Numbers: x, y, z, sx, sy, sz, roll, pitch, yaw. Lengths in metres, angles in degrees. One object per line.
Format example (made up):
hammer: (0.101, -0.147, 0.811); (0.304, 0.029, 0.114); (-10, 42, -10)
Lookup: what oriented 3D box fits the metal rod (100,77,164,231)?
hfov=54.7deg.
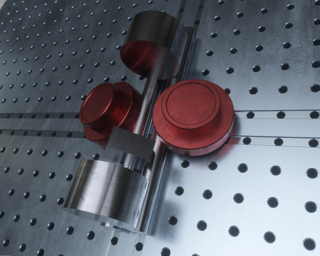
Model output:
metal rod: (-0.023, -0.013, 0.427); (0.025, 0.025, 0.300); (1, 62, 29)

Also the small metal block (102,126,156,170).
small metal block: (-0.038, 0.025, 0.367); (0.050, 0.050, 0.025); (20, 66, -9)

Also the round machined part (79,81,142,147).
round machined part: (-0.075, -0.025, 0.437); (0.098, 0.042, 0.098); (-24, 48, 30)

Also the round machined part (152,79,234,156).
round machined part: (0.039, -0.019, 0.372); (0.098, 0.042, 0.098); (-4, 62, 9)

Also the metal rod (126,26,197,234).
metal rod: (0.009, -0.015, 0.412); (0.025, 0.025, 0.300); (1, 62, 29)

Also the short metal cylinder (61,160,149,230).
short metal cylinder: (-0.057, 0.072, 0.331); (0.080, 0.080, 0.050); (1, 62, 28)

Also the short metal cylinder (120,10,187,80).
short metal cylinder: (-0.008, -0.109, 0.415); (0.080, 0.080, 0.050); (1, 62, 28)
